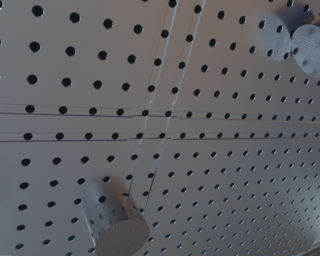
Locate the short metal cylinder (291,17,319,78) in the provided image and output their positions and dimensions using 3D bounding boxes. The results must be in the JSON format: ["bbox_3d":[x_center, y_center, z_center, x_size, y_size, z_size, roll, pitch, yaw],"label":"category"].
[{"bbox_3d":[0.234,-0.117,0.434,0.050,0.080,0.080,-29,129,-11],"label":"short metal cylinder"}]

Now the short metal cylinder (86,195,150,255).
[{"bbox_3d":[-0.062,0.146,0.453,0.081,0.050,0.079,-14,125,-21],"label":"short metal cylinder"}]
